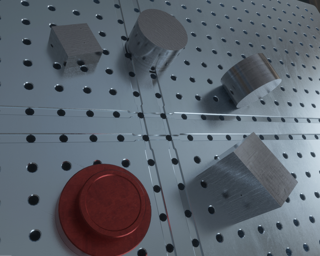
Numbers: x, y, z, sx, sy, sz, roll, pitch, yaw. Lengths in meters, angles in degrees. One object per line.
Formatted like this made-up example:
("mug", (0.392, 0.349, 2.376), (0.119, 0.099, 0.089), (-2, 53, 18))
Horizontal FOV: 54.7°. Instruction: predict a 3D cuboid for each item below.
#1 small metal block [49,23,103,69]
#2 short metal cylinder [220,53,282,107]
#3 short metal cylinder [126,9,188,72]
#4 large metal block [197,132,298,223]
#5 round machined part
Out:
("small metal block", (-0.113, -0.111, 0.416), (0.050, 0.025, 0.050), (-21, 73, -36))
("short metal cylinder", (0.146, -0.075, 0.500), (0.081, 0.080, 0.050), (-17, 71, -35))
("short metal cylinder", (-0.005, -0.133, 0.472), (0.081, 0.050, 0.080), (14, 56, -21))
("large metal block", (0.108, 0.065, 0.394), (0.050, 0.080, 0.080), (-34, 81, -38))
("round machined part", (-0.053, 0.082, 0.320), (0.099, 0.042, 0.098), (14, 56, -21))
